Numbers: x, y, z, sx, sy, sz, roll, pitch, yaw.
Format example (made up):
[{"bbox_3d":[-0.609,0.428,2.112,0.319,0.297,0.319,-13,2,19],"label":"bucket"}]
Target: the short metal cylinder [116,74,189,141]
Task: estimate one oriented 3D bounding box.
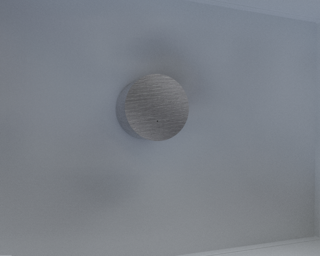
[{"bbox_3d":[-0.011,-0.024,0.391,0.081,0.050,0.080,0,90,-20],"label":"short metal cylinder"}]
